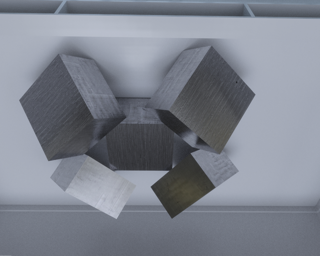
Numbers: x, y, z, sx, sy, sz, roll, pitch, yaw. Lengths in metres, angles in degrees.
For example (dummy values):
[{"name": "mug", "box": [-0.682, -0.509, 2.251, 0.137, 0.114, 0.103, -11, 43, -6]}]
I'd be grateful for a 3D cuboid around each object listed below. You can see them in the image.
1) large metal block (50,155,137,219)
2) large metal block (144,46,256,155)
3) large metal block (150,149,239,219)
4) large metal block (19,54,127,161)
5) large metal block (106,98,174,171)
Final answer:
[{"name": "large metal block", "box": [-0.093, 0.074, 0.425, 0.080, 0.050, 0.080, 38, 165, -28]}, {"name": "large metal block", "box": [0.045, -0.030, 0.338, 0.080, 0.050, 0.080, 39, 76, -28]}, {"name": "large metal block", "box": [0.048, 0.069, 0.421, 0.080, 0.050, 0.081, -44, 163, 30]}, {"name": "large metal block", "box": [-0.097, -0.021, 0.341, 0.080, 0.080, 0.050, -38, 164, 27]}, {"name": "large metal block", "box": [-0.024, 0.009, 0.397, 0.081, 0.050, 0.079, 0, 130, -1]}]
